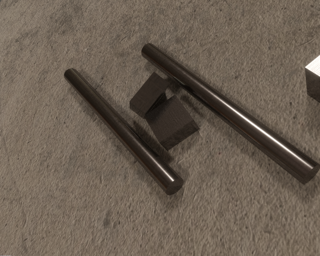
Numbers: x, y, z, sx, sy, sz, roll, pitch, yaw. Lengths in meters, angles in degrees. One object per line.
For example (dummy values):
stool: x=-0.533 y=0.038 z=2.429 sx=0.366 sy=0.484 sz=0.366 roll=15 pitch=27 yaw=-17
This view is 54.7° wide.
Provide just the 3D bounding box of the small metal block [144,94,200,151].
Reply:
small metal block: x=0.015 y=-0.007 z=0.399 sx=0.050 sy=0.025 sz=0.050 roll=-35 pitch=52 yaw=4

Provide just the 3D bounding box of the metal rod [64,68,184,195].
metal rod: x=-0.069 y=-0.013 z=0.446 sx=0.025 sy=0.025 sz=0.300 roll=-45 pitch=51 yaw=-3

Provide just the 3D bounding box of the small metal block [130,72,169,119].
small metal block: x=-0.015 y=-0.042 z=0.418 sx=0.025 sy=0.050 sz=0.050 roll=38 pitch=81 yaw=0

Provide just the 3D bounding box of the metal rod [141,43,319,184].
metal rod: x=0.064 y=-0.038 z=0.392 sx=0.025 sy=0.025 sz=0.300 roll=-43 pitch=51 yaw=-2

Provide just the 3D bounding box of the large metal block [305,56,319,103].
large metal block: x=0.209 y=-0.051 z=0.310 sx=0.080 sy=0.050 sz=0.080 roll=-39 pitch=51 yaw=1
